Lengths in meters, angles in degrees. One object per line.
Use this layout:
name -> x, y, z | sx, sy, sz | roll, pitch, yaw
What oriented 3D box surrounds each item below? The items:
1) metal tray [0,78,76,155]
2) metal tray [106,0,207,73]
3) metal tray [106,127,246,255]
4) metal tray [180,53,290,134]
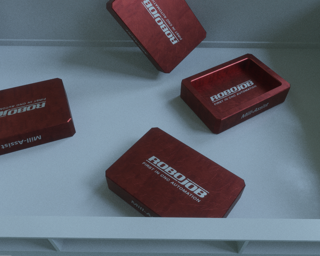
metal tray -> -0.188, -0.015, 0.413 | 0.131, 0.030, 0.090 | -15, 52, -13
metal tray -> -0.002, -0.156, 0.453 | 0.090, 0.130, 0.030 | -45, 30, -4
metal tray -> 0.016, 0.063, 0.348 | 0.130, 0.030, 0.090 | 31, 57, 23
metal tray -> 0.107, -0.054, 0.447 | 0.131, 0.030, 0.090 | -24, 54, -19
